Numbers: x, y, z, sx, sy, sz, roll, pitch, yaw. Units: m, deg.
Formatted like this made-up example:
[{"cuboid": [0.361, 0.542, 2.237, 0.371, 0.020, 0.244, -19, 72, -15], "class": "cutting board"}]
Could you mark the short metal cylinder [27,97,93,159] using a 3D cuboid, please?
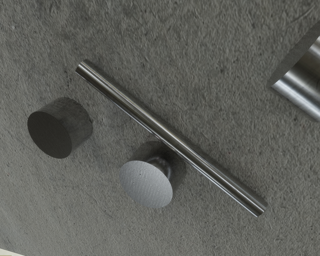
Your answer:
[{"cuboid": [-0.151, 0.000, 0.470, 0.080, 0.050, 0.079, 13, 124, 21], "class": "short metal cylinder"}]

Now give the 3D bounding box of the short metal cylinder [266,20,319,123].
[{"cuboid": [0.139, -0.051, 0.267, 0.050, 0.080, 0.080, 38, 129, 3], "class": "short metal cylinder"}]

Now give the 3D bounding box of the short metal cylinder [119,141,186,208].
[{"cuboid": [-0.010, 0.065, 0.436, 0.080, 0.050, 0.079, 13, 124, 21], "class": "short metal cylinder"}]

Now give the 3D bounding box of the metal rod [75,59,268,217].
[{"cuboid": [0.014, 0.012, 0.406, 0.300, 0.025, 0.025, 39, 129, 1], "class": "metal rod"}]
